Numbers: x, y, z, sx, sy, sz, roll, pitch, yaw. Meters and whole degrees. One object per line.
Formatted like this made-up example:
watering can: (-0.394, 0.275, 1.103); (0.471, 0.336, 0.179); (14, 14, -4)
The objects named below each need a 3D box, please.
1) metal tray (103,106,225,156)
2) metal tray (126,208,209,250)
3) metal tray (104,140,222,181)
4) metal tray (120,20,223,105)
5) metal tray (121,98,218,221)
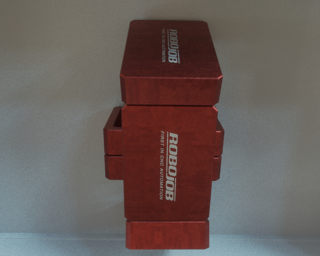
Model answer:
metal tray: (0.004, 0.001, 0.376); (0.131, 0.090, 0.030); (1, 110, -1)
metal tray: (0.008, 0.117, 0.395); (0.091, 0.130, 0.030); (0, 89, -1)
metal tray: (0.003, 0.030, 0.387); (0.131, 0.090, 0.030); (1, 110, -1)
metal tray: (0.010, -0.074, 0.326); (0.091, 0.130, 0.030); (1, 130, -1)
metal tray: (0.008, 0.034, 0.323); (0.091, 0.030, 0.129); (0, 110, -1)
